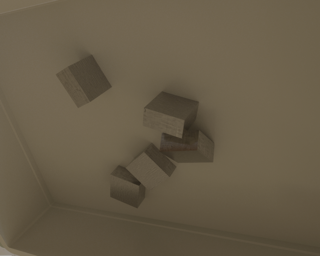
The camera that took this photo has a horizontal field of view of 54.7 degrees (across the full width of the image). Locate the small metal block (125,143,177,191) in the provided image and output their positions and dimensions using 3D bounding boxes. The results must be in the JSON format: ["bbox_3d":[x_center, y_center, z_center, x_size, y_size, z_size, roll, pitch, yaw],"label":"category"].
[{"bbox_3d":[-0.013,0.057,0.451,0.050,0.025,0.050,45,129,-4],"label":"small metal block"}]

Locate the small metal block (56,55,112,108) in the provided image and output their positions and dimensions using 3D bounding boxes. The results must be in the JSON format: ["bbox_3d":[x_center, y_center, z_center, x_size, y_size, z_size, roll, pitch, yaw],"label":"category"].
[{"bbox_3d":[-0.098,-0.062,0.406,0.025,0.050,0.050,-20,108,36],"label":"small metal block"}]

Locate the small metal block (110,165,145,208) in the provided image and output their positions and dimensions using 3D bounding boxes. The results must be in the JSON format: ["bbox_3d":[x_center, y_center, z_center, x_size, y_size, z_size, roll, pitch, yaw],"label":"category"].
[{"bbox_3d":[-0.051,0.093,0.493,0.050,0.025,0.050,18,126,17],"label":"small metal block"}]

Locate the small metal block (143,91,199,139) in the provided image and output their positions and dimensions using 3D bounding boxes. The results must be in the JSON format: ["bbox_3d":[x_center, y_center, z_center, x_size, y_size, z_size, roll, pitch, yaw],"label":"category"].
[{"bbox_3d":[0.014,-0.017,0.374,0.050,0.050,0.025,18,125,18],"label":"small metal block"}]

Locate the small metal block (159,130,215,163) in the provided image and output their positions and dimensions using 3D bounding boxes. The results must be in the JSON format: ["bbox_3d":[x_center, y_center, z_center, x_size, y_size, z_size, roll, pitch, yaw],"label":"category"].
[{"bbox_3d":[0.035,0.025,0.389,0.050,0.025,0.050,-5,156,30],"label":"small metal block"}]
